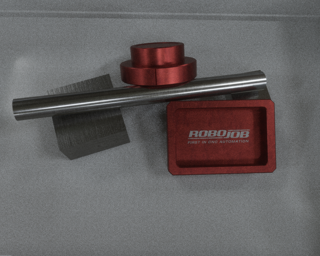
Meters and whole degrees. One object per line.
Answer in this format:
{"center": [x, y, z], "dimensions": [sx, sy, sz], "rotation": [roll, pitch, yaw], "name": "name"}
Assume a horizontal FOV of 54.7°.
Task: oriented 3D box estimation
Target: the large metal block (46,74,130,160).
{"center": [-0.090, -0.013, 0.398], "dimensions": [0.081, 0.050, 0.080], "rotation": [-17, 71, -7], "name": "large metal block"}

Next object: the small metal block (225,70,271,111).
{"center": [0.119, -0.048, 0.427], "dimensions": [0.050, 0.025, 0.050], "rotation": [-11, 71, -4], "name": "small metal block"}

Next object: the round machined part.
{"center": [-0.002, -0.086, 0.399], "dimensions": [0.099, 0.098, 0.042], "rotation": [-4, 111, -2], "name": "round machined part"}

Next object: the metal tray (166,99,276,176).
{"center": [0.074, 0.011, 0.387], "dimensions": [0.131, 0.030, 0.089], "rotation": [-1, 89, -2], "name": "metal tray"}

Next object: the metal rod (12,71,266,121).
{"center": [-0.014, -0.041, 0.375], "dimensions": [0.302, 0.025, 0.025], "rotation": [-8, 70, -11], "name": "metal rod"}
